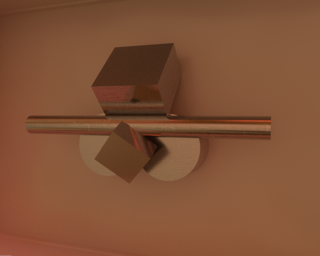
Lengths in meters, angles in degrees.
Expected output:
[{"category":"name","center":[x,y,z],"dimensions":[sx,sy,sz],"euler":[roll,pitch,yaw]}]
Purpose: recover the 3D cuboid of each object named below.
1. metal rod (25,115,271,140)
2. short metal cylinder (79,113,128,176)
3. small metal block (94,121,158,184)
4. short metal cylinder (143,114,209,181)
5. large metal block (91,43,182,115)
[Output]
[{"category":"metal rod","center":[-0.029,-0.002,0.365],"dimensions":[0.301,0.025,0.025],"euler":[1,90,19]},{"category":"short metal cylinder","center":[-0.059,0.021,0.416],"dimensions":[0.080,0.050,0.079],"euler":[0,90,19]},{"category":"small metal block","center":[-0.039,0.029,0.357],"dimensions":[0.050,0.025,0.050],"euler":[36,124,-3]},{"category":"short metal cylinder","center":[0.016,0.023,0.389],"dimensions":[0.080,0.050,0.079],"euler":[0,90,19]},{"category":"large metal block","center":[-0.025,-0.058,0.382],"dimensions":[0.080,0.050,0.080],"euler":[1,47,19]}]
